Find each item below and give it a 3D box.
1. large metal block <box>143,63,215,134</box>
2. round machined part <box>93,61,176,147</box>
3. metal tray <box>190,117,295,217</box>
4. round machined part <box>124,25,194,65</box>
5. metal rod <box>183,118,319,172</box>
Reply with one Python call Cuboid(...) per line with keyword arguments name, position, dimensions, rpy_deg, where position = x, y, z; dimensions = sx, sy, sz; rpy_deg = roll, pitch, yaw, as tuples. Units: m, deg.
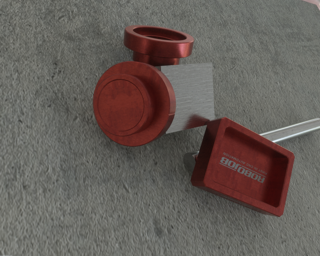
Cuboid(name="large metal block", position=(0.023, -0.041, 0.403), dimensions=(0.081, 0.050, 0.079), rpy_deg=(-11, 103, -33))
Cuboid(name="round machined part", position=(-0.035, -0.026, 0.351), dimensions=(0.098, 0.098, 0.042), rpy_deg=(52, 21, 8))
Cuboid(name="metal tray", position=(0.111, 0.052, 0.402), dimensions=(0.131, 0.030, 0.090), rpy_deg=(25, 73, -21))
Cuboid(name="round machined part", position=(-0.003, -0.115, 0.444), dimensions=(0.099, 0.042, 0.098), rpy_deg=(8, 28, -4))
Cuboid(name="metal rod", position=(0.162, 0.019, 0.481), dimensions=(0.303, 0.025, 0.025), rpy_deg=(-12, 68, -33))
